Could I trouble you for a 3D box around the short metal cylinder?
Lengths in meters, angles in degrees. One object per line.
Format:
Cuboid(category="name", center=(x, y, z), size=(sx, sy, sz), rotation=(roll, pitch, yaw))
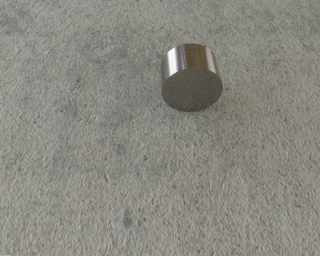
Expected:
Cuboid(category="short metal cylinder", center=(0.042, -0.067, 0.424), size=(0.080, 0.080, 0.050), rotation=(-2, 50, -1))
